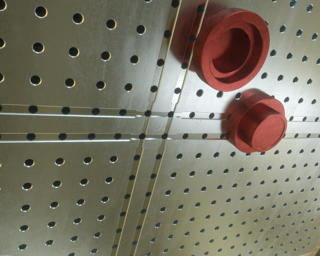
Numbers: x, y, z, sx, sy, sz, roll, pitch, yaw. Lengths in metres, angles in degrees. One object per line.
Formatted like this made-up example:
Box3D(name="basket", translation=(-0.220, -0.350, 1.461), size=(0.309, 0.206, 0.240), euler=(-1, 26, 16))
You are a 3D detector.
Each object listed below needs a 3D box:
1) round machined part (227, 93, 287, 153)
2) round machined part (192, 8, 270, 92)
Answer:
Box3D(name="round machined part", translation=(0.157, -0.001, 0.484), size=(0.099, 0.042, 0.097), euler=(-14, 124, -21))
Box3D(name="round machined part", translation=(0.083, -0.098, 0.384), size=(0.099, 0.042, 0.097), euler=(-14, 124, -21))
